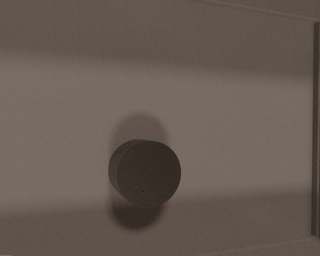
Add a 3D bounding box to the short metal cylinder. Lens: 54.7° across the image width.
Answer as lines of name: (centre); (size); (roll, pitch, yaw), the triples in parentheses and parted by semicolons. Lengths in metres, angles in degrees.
short metal cylinder: (-0.020, 0.055, 0.391); (0.081, 0.050, 0.079); (0, 90, -21)
